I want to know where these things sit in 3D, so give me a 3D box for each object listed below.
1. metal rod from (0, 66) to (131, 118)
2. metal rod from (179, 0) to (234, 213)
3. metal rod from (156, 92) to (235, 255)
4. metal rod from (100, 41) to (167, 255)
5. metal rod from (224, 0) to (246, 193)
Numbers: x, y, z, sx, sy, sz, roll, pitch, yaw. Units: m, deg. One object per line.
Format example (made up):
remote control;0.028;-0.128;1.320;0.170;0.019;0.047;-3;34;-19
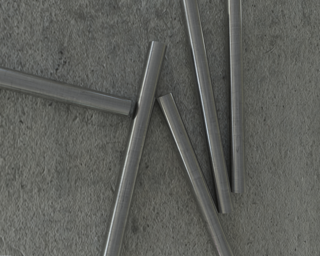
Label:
metal rod;-0.179;-0.057;0.342;0.302;0.025;0.025;13;86;-20
metal rod;0.066;-0.029;0.433;0.025;0.025;0.298;-12;94;-20
metal rod;0.059;0.094;0.430;0.025;0.025;0.299;-24;98;-18
metal rod;-0.035;0.036;0.396;0.025;0.025;0.299;14;85;-20
metal rod;0.109;-0.057;0.448;0.025;0.025;0.298;-2;91;-20
